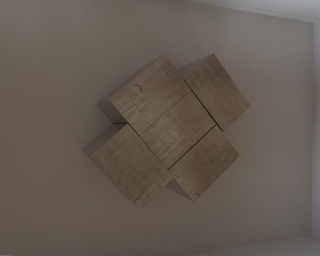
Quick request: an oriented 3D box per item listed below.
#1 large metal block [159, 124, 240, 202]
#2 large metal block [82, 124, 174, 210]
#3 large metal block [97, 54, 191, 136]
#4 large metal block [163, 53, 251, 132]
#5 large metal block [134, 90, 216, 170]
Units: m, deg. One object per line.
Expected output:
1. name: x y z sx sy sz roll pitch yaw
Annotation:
1. large metal block: 0.039 0.040 0.396 0.080 0.080 0.050 -42 104 -15
2. large metal block: -0.041 0.041 0.366 0.050 0.080 0.080 -43 104 -15
3. large metal block: -0.022 -0.037 0.372 0.080 0.080 0.050 -42 104 -15
4. large metal block: 0.055 -0.042 0.402 0.050 0.080 0.080 -43 104 -15
5. large metal block: 0.008 0.002 0.385 0.080 0.080 0.050 -42 104 -15
